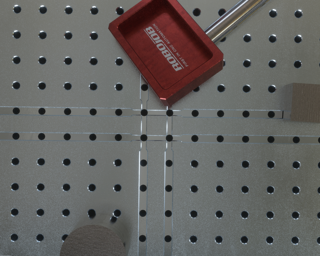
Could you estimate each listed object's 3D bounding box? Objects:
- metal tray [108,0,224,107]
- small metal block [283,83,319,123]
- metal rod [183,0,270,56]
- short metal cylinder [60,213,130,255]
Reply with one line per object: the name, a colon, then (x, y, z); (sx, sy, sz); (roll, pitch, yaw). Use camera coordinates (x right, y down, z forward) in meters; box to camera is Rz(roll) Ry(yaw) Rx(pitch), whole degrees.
metal tray: (0.006, -0.103, 0.390); (0.090, 0.030, 0.130); (-36, 73, 1)
small metal block: (0.197, -0.033, 0.415); (0.050, 0.025, 0.050); (4, 90, 0)
metal rod: (0.138, -0.180, 0.414); (0.300, 0.025, 0.025); (-39, 90, 0)
short metal cylinder: (-0.081, 0.157, 0.400); (0.081, 0.050, 0.079); (0, 90, 0)
